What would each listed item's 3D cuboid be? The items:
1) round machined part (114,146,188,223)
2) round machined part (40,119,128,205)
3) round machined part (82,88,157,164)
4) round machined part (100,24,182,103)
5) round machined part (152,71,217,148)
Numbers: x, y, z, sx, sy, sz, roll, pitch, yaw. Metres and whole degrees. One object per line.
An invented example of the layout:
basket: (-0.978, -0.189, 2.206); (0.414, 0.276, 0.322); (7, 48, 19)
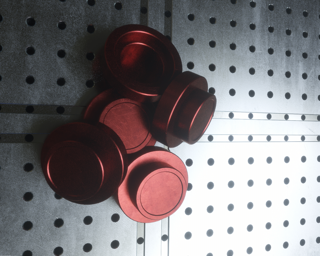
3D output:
round machined part: (-0.006, 0.075, 0.389); (0.099, 0.042, 0.097); (-6, 104, -25)
round machined part: (-0.089, 0.042, 0.346); (0.098, 0.042, 0.097); (2, 103, 9)
round machined part: (-0.046, -0.003, 0.386); (0.099, 0.042, 0.097); (0, 90, -21)
round machined part: (-0.026, -0.075, 0.383); (0.099, 0.042, 0.098); (10, 65, -22)
round machined part: (0.036, -0.018, 0.387); (0.042, 0.098, 0.098); (28, 78, 23)
